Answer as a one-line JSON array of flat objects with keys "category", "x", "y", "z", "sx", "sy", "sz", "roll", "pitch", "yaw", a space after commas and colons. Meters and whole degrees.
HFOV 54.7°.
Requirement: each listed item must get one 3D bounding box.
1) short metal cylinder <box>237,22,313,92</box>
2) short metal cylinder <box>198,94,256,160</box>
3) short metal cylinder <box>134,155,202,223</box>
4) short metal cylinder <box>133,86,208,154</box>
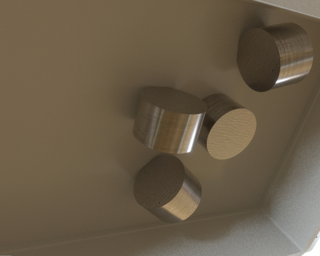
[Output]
[{"category": "short metal cylinder", "x": 0.144, "y": -0.090, "z": 0.396, "sx": 0.050, "sy": 0.080, "sz": 0.079, "roll": -16, "pitch": 125, "yaw": -20}, {"category": "short metal cylinder", "x": 0.087, "y": -0.002, "z": 0.439, "sx": 0.081, "sy": 0.050, "sz": 0.079, "roll": -14, "pitch": 124, "yaw": -21}, {"category": "short metal cylinder", "x": 0.011, "y": 0.085, "z": 0.431, "sx": 0.080, "sy": 0.080, "sz": 0.050, "roll": -42, "pitch": 129, "yaw": 0}, {"category": "short metal cylinder", "x": 0.011, "y": -0.012, "z": 0.372, "sx": 0.081, "sy": 0.080, "sz": 0.050, "roll": 0, "pitch": 119, "yaw": -28}]
